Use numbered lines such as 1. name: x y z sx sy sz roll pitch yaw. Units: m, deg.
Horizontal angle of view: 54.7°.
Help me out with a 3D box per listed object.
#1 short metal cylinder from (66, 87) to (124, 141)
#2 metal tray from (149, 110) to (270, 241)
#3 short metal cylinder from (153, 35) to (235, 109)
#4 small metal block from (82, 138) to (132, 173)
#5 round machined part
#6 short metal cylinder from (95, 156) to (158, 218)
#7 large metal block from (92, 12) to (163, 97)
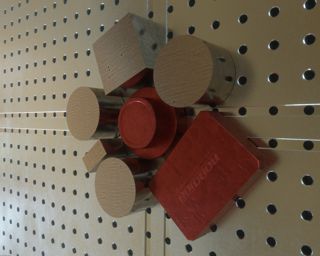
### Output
1. short metal cylinder: -0.098 -0.021 0.473 0.080 0.050 0.080 0 90 40
2. metal tray: 0.051 0.055 0.363 0.090 0.030 0.129 48 118 29
3. short metal cylinder: 0.039 -0.062 0.360 0.080 0.050 0.080 0 90 40
4. small metal block: -0.077 0.040 0.456 0.050 0.050 0.025 -45 63 31
5. round machined part: -0.018 -0.007 0.412 0.098 0.042 0.097 0 90 40
6. short metal cylinder: -0.045 0.079 0.430 0.080 0.050 0.080 0 90 40
7. large metal block: -0.041 -0.096 0.427 0.080 0.050 0.080 -27 73 37
